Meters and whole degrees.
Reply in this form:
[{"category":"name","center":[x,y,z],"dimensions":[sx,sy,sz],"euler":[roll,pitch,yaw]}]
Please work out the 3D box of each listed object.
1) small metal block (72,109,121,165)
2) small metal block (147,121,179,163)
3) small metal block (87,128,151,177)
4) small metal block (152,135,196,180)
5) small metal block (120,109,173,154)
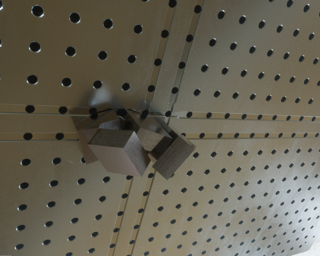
[{"category":"small metal block","center":[-0.074,0.010,0.379],"dimensions":[0.050,0.025,0.050],"euler":[-18,126,-18]},{"category":"small metal block","center":[0.008,0.027,0.434],"dimensions":[0.050,0.025,0.050],"euler":[-46,130,3]},{"category":"small metal block","center":[-0.046,0.028,0.353],"dimensions":[0.025,0.050,0.050],"euler":[-61,141,-36]},{"category":"small metal block","center":[0.020,0.036,0.395],"dimensions":[0.050,0.025,0.050],"euler":[-49,173,6]},{"category":"small metal block","center":[-0.020,0.005,0.388],"dimensions":[0.050,0.050,0.025],"euler":[20,108,-36]}]
